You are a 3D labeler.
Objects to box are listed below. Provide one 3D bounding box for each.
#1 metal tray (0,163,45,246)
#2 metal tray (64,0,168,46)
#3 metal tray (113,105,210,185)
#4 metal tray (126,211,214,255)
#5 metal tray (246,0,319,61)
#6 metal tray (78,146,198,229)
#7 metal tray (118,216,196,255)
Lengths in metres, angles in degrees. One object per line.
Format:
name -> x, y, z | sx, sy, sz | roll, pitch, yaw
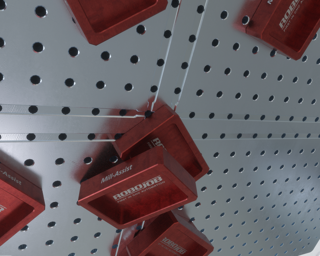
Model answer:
metal tray -> -0.207, 0.078, 0.342 | 0.090, 0.030, 0.130 | -40, 129, -1
metal tray -> -0.055, -0.154, 0.281 | 0.090, 0.030, 0.130 | -31, 129, -8
metal tray -> 0.007, 0.042, 0.436 | 0.090, 0.030, 0.130 | -37, 129, -4
metal tray -> 0.020, 0.193, 0.497 | 0.090, 0.030, 0.130 | -43, 129, 1
metal tray -> 0.181, -0.165, 0.404 | 0.091, 0.030, 0.129 | 15, 110, -35
metal tray -> -0.029, 0.083, 0.406 | 0.130, 0.030, 0.090 | -27, 129, 20
metal tray -> -0.005, 0.206, 0.532 | 0.130, 0.030, 0.090 | -50, 129, 7
